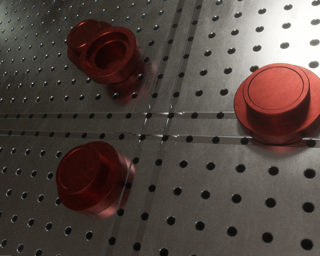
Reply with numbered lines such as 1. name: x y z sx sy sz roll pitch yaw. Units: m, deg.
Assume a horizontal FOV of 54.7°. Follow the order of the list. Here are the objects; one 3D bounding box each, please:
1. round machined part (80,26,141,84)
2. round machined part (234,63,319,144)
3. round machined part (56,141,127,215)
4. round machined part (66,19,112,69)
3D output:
1. round machined part: -0.075 -0.111 0.499 0.098 0.042 0.098 -9 62 18
2. round machined part: 0.132 -0.034 0.349 0.098 0.042 0.098 -13 56 20
3. round machined part: -0.097 0.061 0.409 0.098 0.042 0.098 -13 56 20
4. round machined part: -0.128 -0.157 0.558 0.098 0.042 0.098 -13 56 20
